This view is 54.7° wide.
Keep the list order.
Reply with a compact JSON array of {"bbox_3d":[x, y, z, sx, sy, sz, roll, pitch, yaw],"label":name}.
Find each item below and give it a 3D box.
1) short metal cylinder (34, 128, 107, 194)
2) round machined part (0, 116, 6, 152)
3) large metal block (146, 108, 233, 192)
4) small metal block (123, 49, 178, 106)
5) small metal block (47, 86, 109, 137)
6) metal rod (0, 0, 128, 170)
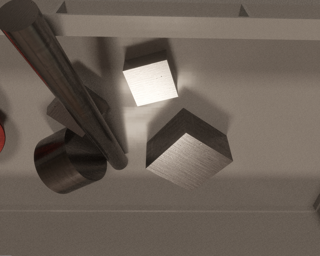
[{"bbox_3d":[-0.115,0.040,0.405,0.050,0.080,0.080,-25,126,20],"label":"short metal cylinder"},{"bbox_3d":[-0.247,0.003,0.381,0.099,0.042,0.097,-17,132,-19],"label":"round machined part"},{"bbox_3d":[0.038,0.032,0.421,0.080,0.050,0.080,31,123,-24],"label":"large metal block"},{"bbox_3d":[-0.010,-0.057,0.360,0.050,0.025,0.050,-13,129,10],"label":"small metal block"},{"bbox_3d":[-0.099,-0.025,0.375,0.050,0.025,0.050,38,97,-28],"label":"small metal block"},{"bbox_3d":[-0.071,-0.008,0.316,0.025,0.025,0.299,-4,157,3],"label":"metal rod"}]
